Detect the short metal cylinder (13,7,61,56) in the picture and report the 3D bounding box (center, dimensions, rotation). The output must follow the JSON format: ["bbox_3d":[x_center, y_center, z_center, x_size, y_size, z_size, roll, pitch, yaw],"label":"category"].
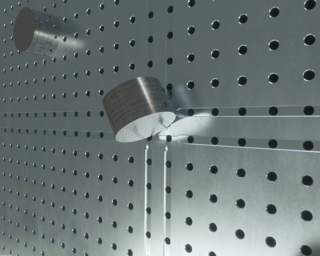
[{"bbox_3d":[-0.233,-0.180,0.586,0.080,0.050,0.079,0,90,40],"label":"short metal cylinder"}]

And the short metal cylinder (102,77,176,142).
[{"bbox_3d":[-0.027,-0.022,0.396,0.080,0.081,0.050,-36,68,34],"label":"short metal cylinder"}]
